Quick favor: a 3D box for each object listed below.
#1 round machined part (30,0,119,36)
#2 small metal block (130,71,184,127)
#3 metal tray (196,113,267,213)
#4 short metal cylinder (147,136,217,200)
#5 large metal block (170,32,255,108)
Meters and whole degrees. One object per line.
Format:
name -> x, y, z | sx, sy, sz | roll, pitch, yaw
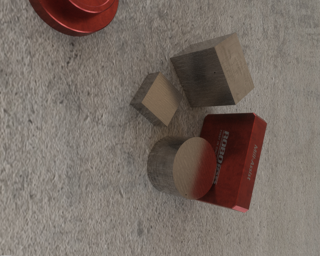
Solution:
round machined part -> -0.084, -0.149, 0.323 | 0.099, 0.042, 0.097 | 0, 90, -40
small metal block -> -0.003, -0.036, 0.402 | 0.050, 0.025, 0.050 | 43, 64, -32
metal tray -> 0.092, 0.044, 0.439 | 0.030, 0.090, 0.130 | 27, 73, -37
short metal cylinder -> 0.030, 0.051, 0.414 | 0.081, 0.050, 0.080 | 0, 90, -40
large metal block -> 0.072, -0.077, 0.429 | 0.050, 0.080, 0.080 | -39, 114, -33
